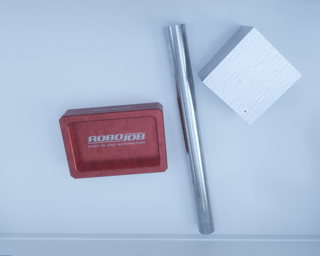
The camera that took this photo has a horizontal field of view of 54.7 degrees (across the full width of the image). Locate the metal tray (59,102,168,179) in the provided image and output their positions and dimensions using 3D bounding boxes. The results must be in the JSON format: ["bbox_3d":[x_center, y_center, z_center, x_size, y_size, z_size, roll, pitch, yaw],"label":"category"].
[{"bbox_3d":[-0.058,0.017,0.414,0.131,0.030,0.089,-5,110,1],"label":"metal tray"}]

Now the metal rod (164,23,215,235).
[{"bbox_3d":[0.044,0.016,0.417,0.025,0.025,0.298,-10,110,3],"label":"metal rod"}]

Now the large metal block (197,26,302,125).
[{"bbox_3d":[0.105,-0.065,0.376,0.080,0.050,0.080,39,105,-14],"label":"large metal block"}]
